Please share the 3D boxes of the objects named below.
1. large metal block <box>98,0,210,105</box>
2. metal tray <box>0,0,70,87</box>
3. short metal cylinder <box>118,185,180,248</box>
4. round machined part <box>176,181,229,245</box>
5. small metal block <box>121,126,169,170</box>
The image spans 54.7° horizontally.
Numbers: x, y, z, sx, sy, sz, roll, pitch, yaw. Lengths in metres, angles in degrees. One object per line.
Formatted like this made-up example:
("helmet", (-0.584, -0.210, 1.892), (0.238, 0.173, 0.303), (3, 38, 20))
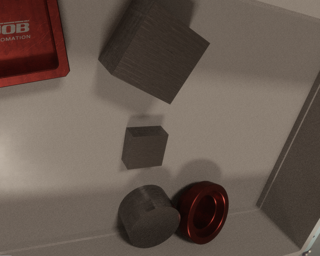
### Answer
("large metal block", (-0.007, -0.084, 0.338), (0.080, 0.050, 0.080), (24, 106, -37))
("metal tray", (-0.154, -0.081, 0.271), (0.131, 0.030, 0.089), (-15, 125, -21))
("short metal cylinder", (-0.016, 0.133, 0.468), (0.081, 0.050, 0.079), (-14, 125, -21))
("round machined part", (0.064, 0.133, 0.503), (0.099, 0.042, 0.097), (-9, 104, -40))
("small metal block", (-0.021, 0.026, 0.415), (0.050, 0.025, 0.050), (-3, 120, -27))
